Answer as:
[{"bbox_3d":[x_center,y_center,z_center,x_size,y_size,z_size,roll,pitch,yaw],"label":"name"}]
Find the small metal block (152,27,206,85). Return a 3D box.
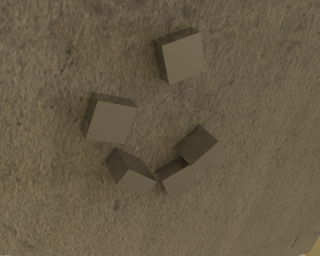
[{"bbox_3d":[0.024,-0.086,0.368,0.050,0.025,0.050,-24,127,-14],"label":"small metal block"}]

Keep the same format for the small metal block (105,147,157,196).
[{"bbox_3d":[-0.039,0.057,0.406,0.050,0.050,0.025,32,101,-39],"label":"small metal block"}]

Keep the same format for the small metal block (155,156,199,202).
[{"bbox_3d":[0.026,0.076,0.470,0.050,0.025,0.050,-29,129,-10],"label":"small metal block"}]

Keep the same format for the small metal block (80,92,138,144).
[{"bbox_3d":[-0.061,-0.011,0.368,0.050,0.025,0.050,9,114,-33],"label":"small metal block"}]

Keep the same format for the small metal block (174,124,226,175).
[{"bbox_3d":[0.056,0.030,0.442,0.050,0.050,0.025,-42,129,0],"label":"small metal block"}]
